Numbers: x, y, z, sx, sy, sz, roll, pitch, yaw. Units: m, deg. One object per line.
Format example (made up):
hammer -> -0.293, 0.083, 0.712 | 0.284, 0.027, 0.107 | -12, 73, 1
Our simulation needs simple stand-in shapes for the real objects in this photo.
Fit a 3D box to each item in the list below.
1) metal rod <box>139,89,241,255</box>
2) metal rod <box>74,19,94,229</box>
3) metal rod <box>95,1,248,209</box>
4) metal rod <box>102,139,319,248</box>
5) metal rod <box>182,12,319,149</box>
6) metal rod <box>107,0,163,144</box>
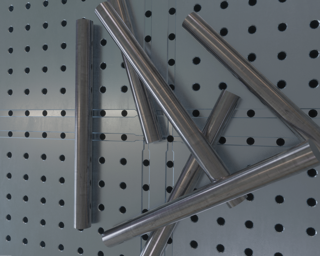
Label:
metal rod -> 0.025, 0.091, 0.404 | 0.025, 0.025, 0.299 | 28, 99, 18
metal rod -> -0.111, -0.006, 0.452 | 0.025, 0.025, 0.298 | 1, 90, 20
metal rod -> 0.007, -0.037, 0.382 | 0.025, 0.025, 0.299 | -37, 78, 16
metal rod -> 0.034, 0.089, 0.358 | 0.299, 0.025, 0.025 | -33, 79, 33
metal rod -> 0.136, -0.031, 0.364 | 0.025, 0.025, 0.300 | -46, 76, 14
metal rod -> -0.047, -0.125, 0.429 | 0.025, 0.025, 0.299 | -17, 84, 19
